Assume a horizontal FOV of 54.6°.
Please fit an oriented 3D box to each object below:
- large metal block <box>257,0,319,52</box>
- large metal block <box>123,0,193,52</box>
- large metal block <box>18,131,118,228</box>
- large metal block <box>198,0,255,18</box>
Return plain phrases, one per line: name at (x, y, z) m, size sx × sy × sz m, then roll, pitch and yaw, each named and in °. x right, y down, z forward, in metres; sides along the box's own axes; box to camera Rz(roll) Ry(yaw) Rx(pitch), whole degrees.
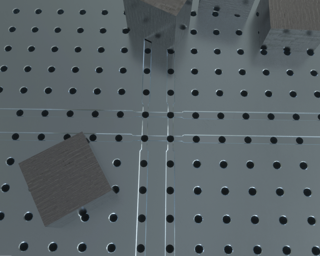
large metal block at (0.194, -0.163, 0.459) m, size 0.080 × 0.050 × 0.080 m, roll 3°, pitch 70°, yaw 1°
large metal block at (-0.002, -0.167, 0.443) m, size 0.080 × 0.080 × 0.050 m, roll 27°, pitch 73°, yaw 9°
large metal block at (-0.108, 0.063, 0.375) m, size 0.080 × 0.050 × 0.080 m, roll -28°, pitch 73°, yaw -10°
large metal block at (0.106, -0.220, 0.464) m, size 0.080 × 0.080 × 0.050 m, roll 14°, pitch 71°, yaw 5°
